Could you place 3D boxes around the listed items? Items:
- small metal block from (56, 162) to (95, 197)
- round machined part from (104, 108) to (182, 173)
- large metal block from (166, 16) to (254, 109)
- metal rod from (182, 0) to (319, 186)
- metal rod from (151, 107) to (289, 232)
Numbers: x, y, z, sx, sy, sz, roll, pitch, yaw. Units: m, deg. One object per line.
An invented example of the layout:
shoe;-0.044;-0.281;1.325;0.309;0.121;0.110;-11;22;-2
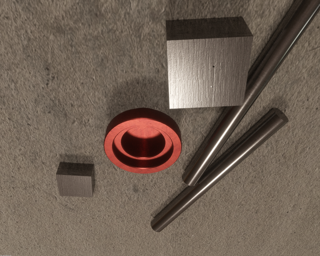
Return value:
small metal block;-0.127;0.080;0.473;0.050;0.025;0.050;4;130;-4
round machined part;-0.022;0.012;0.406;0.099;0.042;0.097;-1;130;0
large metal block;0.049;-0.069;0.333;0.081;0.050;0.079;-3;130;1
metal rod;0.099;-0.028;0.385;0.025;0.025;0.298;16;128;-14
metal rod;0.074;0.079;0.475;0.025;0.025;0.298;26;125;-21
